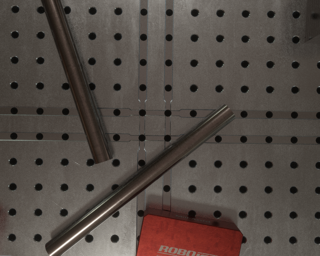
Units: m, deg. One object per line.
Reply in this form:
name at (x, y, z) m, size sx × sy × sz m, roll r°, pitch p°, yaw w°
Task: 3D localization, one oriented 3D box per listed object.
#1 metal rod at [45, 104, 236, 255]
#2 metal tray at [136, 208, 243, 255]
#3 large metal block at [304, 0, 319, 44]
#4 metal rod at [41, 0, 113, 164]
metal rod at (-0.025, 0.070, 0.413) m, size 0.300 × 0.025 × 0.025 m, roll -38°, pitch 90°, yaw -1°
metal tray at (0.035, 0.165, 0.412) m, size 0.131 × 0.030 × 0.089 m, roll 11°, pitch 90°, yaw -1°
large metal block at (0.228, -0.156, 0.389) m, size 0.050 × 0.080 × 0.079 m, roll 4°, pitch 90°, yaw 0°
metal rod at (-0.121, -0.098, 0.411) m, size 0.025 × 0.025 × 0.298 m, roll -18°, pitch 90°, yaw 0°
